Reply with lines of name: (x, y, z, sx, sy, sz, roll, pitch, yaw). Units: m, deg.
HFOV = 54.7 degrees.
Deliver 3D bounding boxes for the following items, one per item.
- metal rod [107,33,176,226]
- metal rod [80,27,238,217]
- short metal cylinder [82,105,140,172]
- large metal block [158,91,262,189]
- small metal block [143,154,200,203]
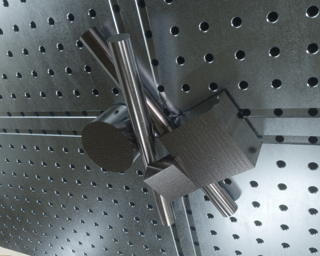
metal rod: (-0.015, 0.026, 0.405, 0.025, 0.025, 0.298, 6, 129, 25)
metal rod: (0.004, -0.001, 0.403, 0.025, 0.025, 0.300, -32, 102, 38)
short metal cylinder: (-0.060, 0.014, 0.431, 0.080, 0.050, 0.079, 13, 124, 20)
large metal block: (0.060, 0.016, 0.368, 0.080, 0.050, 0.080, -30, 102, 38)
small metal block: (0.016, 0.063, 0.396, 0.050, 0.025, 0.050, -33, 115, 30)
